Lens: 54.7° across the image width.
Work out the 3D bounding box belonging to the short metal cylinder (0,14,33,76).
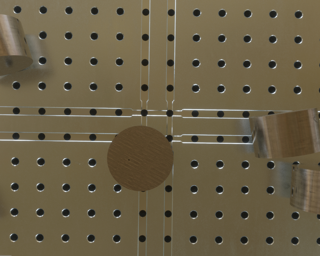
[{"bbox_3d":[-0.207,-0.099,0.384,0.080,0.080,0.050,-17,90,0],"label":"short metal cylinder"}]

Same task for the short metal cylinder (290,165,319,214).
[{"bbox_3d":[0.207,0.075,0.387,0.081,0.080,0.050,3,90,0],"label":"short metal cylinder"}]

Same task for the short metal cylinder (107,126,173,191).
[{"bbox_3d":[-0.024,0.037,0.401,0.081,0.050,0.079,0,90,0],"label":"short metal cylinder"}]

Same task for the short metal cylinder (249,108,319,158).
[{"bbox_3d":[0.156,0.006,0.387,0.080,0.080,0.050,-9,90,0],"label":"short metal cylinder"}]
